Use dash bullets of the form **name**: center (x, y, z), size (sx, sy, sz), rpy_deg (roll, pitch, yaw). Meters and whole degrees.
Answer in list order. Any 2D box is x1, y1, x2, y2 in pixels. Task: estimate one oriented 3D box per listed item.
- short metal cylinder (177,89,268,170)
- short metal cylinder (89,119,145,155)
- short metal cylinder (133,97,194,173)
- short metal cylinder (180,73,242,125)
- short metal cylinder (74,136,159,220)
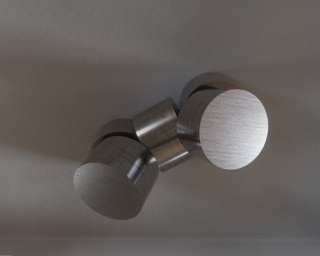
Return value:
- **short metal cylinder**: center (0.065, -0.001, 0.327), size (0.081, 0.050, 0.079), rpy_deg (-3, 98, -22)
- **short metal cylinder**: center (-0.049, 0.033, 0.408), size (0.081, 0.050, 0.079), rpy_deg (0, 110, -1)
- **short metal cylinder**: center (0.009, 0.008, 0.383), size (0.050, 0.080, 0.080), rpy_deg (-28, 108, 9)
- **short metal cylinder**: center (0.067, -0.025, 0.388), size (0.081, 0.050, 0.079), rpy_deg (0, 110, -1)
- **short metal cylinder**: center (-0.048, 0.056, 0.348), size (0.080, 0.050, 0.079), rpy_deg (11, 125, 16)
